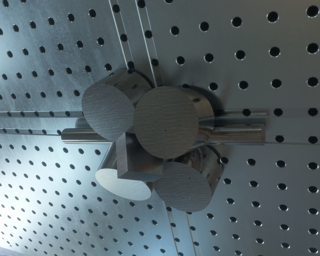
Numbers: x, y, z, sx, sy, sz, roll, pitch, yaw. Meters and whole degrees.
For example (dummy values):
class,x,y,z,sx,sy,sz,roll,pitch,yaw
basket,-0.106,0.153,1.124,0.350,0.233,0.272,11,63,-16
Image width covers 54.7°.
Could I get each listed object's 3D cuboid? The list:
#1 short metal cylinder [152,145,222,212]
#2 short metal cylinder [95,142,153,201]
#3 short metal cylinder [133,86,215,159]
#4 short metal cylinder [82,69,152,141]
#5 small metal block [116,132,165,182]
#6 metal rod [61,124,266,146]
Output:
class,x,y,z,sx,sy,sz,roll,pitch,yaw
short metal cylinder,0.037,0.064,0.410,0.080,0.050,0.079,13,124,21
short metal cylinder,-0.043,0.059,0.433,0.080,0.050,0.080,14,143,11
short metal cylinder,0.017,-0.008,0.360,0.080,0.050,0.079,3,97,28
short metal cylinder,-0.052,-0.029,0.399,0.080,0.050,0.079,13,124,21
small metal block,-0.025,0.036,0.380,0.050,0.050,0.025,13,146,-32
metal rod,-0.015,0.010,0.420,0.300,0.025,0.025,-1,118,28
